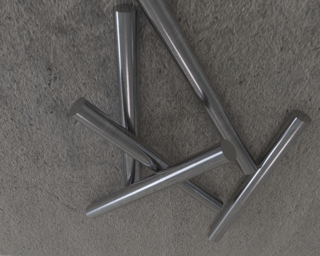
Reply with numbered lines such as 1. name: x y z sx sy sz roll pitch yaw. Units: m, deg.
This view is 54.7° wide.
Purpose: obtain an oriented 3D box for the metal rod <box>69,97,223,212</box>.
1. metal rod: 0.002 0.053 0.428 0.025 0.025 0.301 -31 131 24

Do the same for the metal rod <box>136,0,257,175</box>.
1. metal rod: 0.056 -0.040 0.373 0.025 0.025 0.300 -24 127 19

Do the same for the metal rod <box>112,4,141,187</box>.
1. metal rod: -0.039 -0.005 0.402 0.025 0.025 0.298 1 130 -1

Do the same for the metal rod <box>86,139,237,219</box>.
1. metal rod: -0.021 0.083 0.429 0.025 0.025 0.299 33 137 -25

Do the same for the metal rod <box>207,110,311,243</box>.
1. metal rod: 0.141 0.094 0.488 0.025 0.025 0.298 12 129 -10
